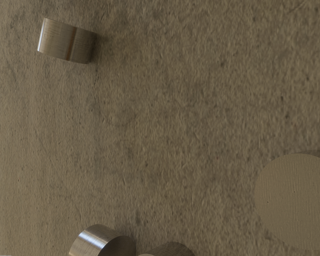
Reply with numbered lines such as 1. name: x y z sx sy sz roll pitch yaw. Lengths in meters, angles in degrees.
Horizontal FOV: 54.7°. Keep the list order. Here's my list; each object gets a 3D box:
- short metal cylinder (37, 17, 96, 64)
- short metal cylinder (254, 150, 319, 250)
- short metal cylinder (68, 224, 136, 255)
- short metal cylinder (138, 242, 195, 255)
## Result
1. short metal cylinder: -0.146 -0.136 0.486 0.080 0.081 0.050 28 107 36
2. short metal cylinder: 0.134 0.061 0.278 0.080 0.050 0.079 0 90 39
3. short metal cylinder: -0.080 0.182 0.433 0.050 0.081 0.079 9 96 39
4. short metal cylinder: 0.007 0.188 0.381 0.080 0.050 0.079 0 90 39
